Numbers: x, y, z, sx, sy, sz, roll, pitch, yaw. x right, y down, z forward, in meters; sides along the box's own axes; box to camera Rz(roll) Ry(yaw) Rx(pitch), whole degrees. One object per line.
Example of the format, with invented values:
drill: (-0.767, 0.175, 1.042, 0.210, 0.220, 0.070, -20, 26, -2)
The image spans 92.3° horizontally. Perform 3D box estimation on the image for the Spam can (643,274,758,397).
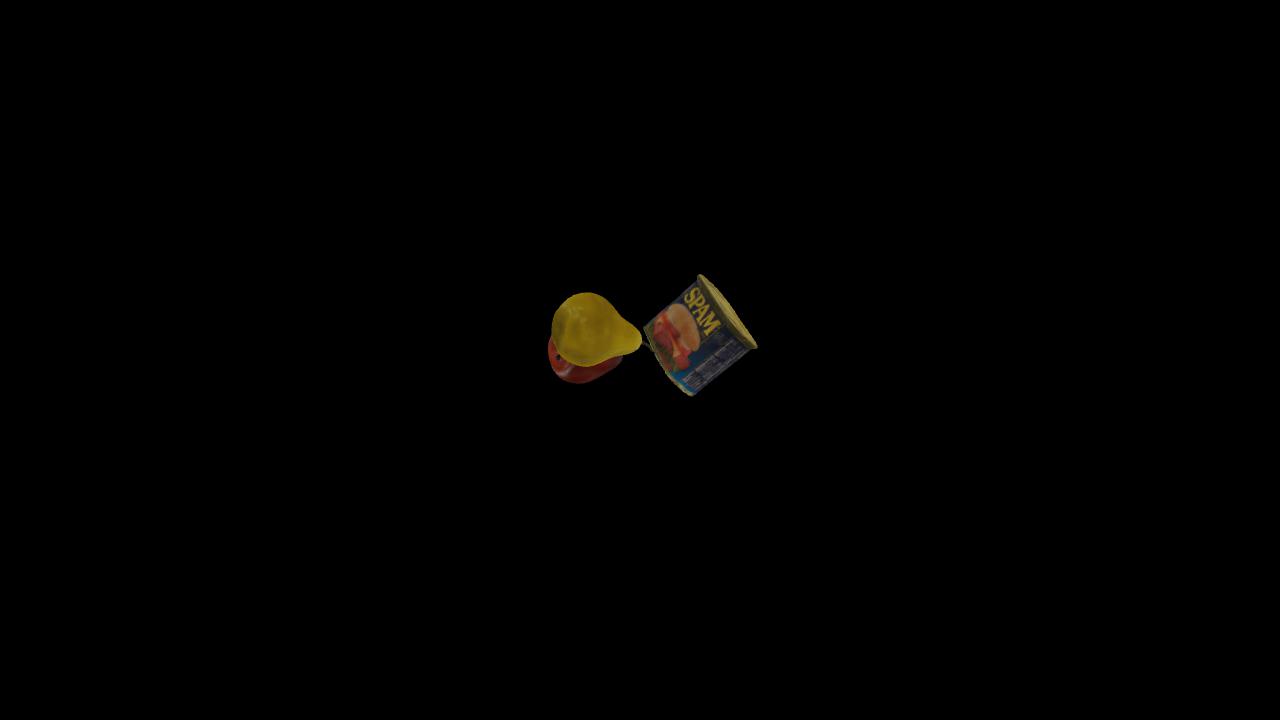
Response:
Spam can: (0.059, -0.025, 0.635, 0.085, 0.101, 0.058, -41, -49, 16)

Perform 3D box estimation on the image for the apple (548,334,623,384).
apple: (-0.066, -0.010, 0.741, 0.079, 0.079, 0.093, 0, 7, 45)

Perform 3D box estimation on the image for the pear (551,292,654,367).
pear: (-0.035, -0.031, 0.653, 0.111, 0.080, 0.080, 3, -2, -31)
